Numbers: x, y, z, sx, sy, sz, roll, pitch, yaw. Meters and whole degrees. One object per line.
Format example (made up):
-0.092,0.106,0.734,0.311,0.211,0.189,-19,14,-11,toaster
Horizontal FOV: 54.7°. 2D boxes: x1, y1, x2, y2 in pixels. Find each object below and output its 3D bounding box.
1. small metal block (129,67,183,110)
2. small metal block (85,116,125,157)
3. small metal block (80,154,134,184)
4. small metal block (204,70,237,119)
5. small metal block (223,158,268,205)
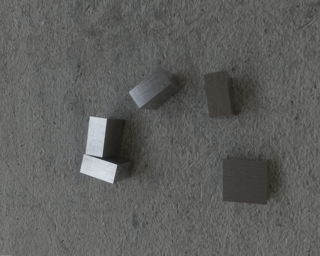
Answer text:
-0.004,-0.049,0.397,0.050,0.050,0.025,-37,78,16,small metal block
-0.074,0.011,0.422,0.025,0.050,0.050,8,93,20,small metal block
-0.071,0.052,0.421,0.050,0.050,0.025,15,95,19,small metal block
0.073,-0.038,0.370,0.025,0.050,0.050,-8,87,20,small metal block
0.103,0.062,0.373,0.050,0.025,0.050,0,90,20,small metal block
